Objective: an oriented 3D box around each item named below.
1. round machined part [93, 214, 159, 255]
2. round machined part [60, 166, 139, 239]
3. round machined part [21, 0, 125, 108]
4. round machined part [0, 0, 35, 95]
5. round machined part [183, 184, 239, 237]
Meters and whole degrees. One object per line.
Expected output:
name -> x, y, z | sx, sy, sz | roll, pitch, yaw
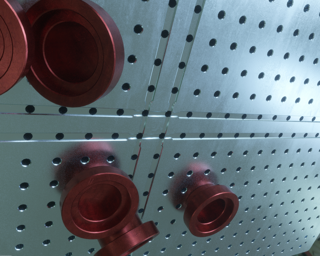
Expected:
round machined part -> -0.053, 0.162, 0.455 | 0.099, 0.042, 0.098 | -29, 160, -11
round machined part -> -0.081, 0.093, 0.408 | 0.099, 0.042, 0.097 | -9, 114, -21
round machined part -> -0.079, -0.071, 0.292 | 0.098, 0.042, 0.097 | 5, 109, 15
round machined part -> -0.154, -0.075, 0.256 | 0.099, 0.042, 0.097 | -2, 115, -4
round machined part -> 0.083, 0.136, 0.532 | 0.099, 0.042, 0.097 | -14, 125, -21
